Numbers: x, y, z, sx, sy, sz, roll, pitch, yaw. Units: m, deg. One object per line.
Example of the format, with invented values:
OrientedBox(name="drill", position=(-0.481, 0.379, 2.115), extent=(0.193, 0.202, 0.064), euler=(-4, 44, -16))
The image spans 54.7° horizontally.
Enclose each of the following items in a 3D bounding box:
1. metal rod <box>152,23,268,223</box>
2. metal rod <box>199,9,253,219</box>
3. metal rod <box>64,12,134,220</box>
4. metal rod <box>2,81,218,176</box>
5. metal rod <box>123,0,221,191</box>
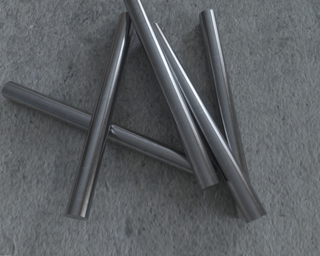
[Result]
OrientedBox(name="metal rod", position=(0.048, -0.023, 0.402), extent=(0.025, 0.025, 0.299), euler=(-22, 66, -8))
OrientedBox(name="metal rod", position=(0.088, -0.032, 0.421), extent=(0.025, 0.025, 0.299), euler=(-6, 70, -3))
OrientedBox(name="metal rod", position=(-0.069, -0.036, 0.397), extent=(0.025, 0.025, 0.299), euler=(7, 61, 2))
OrientedBox(name="metal rod", position=(-0.069, 0.003, 0.406), extent=(0.301, 0.025, 0.025), euler=(22, 71, 7))
OrientedBox(name="metal rod", position=(0.007, -0.063, 0.406), extent=(0.025, 0.025, 0.299), euler=(-19, 70, -7))
